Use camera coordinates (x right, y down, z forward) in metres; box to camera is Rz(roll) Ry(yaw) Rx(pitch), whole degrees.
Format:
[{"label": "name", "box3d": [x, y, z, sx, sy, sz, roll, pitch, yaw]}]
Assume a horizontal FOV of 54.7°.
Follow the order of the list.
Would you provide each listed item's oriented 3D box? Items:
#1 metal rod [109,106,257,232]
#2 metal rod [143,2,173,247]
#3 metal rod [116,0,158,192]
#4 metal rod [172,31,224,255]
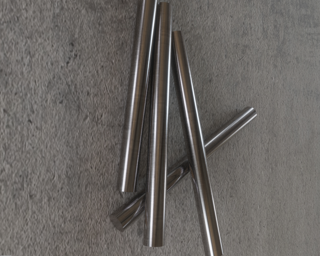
[{"label": "metal rod", "box3d": [0.052, 0.043, 0.448, 0.302, 0.025, 0.025, -34, 111, -35]}, {"label": "metal rod", "box3d": [-0.001, -0.012, 0.383, 0.025, 0.025, 0.299, 10, 78, -40]}, {"label": "metal rod", "box3d": [-0.024, -0.073, 0.383, 0.025, 0.025, 0.298, 10, 84, -40]}, {"label": "metal rod", "box3d": [0.046, 0.019, 0.415, 0.025, 0.025, 0.298, -8, 87, -40]}]
